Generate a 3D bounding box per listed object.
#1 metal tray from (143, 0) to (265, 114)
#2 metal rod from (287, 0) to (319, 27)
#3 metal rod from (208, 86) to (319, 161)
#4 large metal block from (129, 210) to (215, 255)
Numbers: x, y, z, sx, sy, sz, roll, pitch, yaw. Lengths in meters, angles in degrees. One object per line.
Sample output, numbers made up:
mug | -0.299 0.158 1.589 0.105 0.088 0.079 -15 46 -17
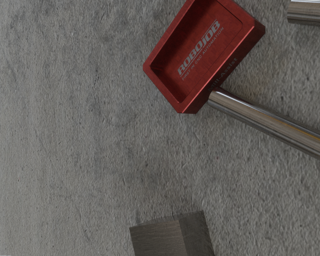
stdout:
metal tray | 0.045 -0.091 0.363 0.129 0.030 0.090 -51 60 27
metal rod | 0.238 -0.067 0.208 0.300 0.025 0.025 23 105 37
metal rod | 0.168 0.029 0.266 0.300 0.025 0.025 32 110 35
large metal block | 0.016 0.150 0.374 0.080 0.050 0.080 -23 76 37
